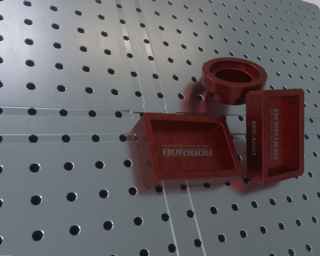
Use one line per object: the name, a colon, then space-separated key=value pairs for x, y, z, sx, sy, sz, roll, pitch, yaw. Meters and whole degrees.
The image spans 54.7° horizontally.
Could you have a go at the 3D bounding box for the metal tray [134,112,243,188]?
metal tray: x=0.038 y=0.028 z=0.407 sx=0.131 sy=0.030 sz=0.090 roll=2 pitch=61 yaw=-27

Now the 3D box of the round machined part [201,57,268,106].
round machined part: x=0.112 y=-0.070 z=0.483 sx=0.099 sy=0.042 sz=0.098 roll=2 pitch=37 yaw=-1

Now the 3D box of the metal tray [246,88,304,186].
metal tray: x=0.167 y=0.009 z=0.447 sx=0.091 sy=0.030 sz=0.129 roll=-6 pitch=97 yaw=-31
